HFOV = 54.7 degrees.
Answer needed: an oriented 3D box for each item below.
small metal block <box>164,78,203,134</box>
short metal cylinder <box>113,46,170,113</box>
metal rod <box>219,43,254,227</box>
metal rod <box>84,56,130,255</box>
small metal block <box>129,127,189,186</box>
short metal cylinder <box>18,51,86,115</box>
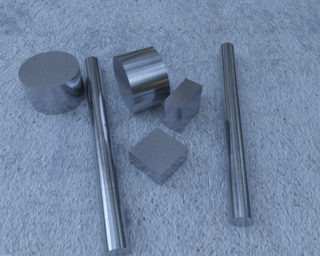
[{"bbox_3d":[0.031,-0.029,0.411,0.025,0.050,0.050,28,55,21],"label":"small metal block"},{"bbox_3d":[-0.026,-0.066,0.422,0.050,0.080,0.080,-20,53,-16],"label":"short metal cylinder"},{"bbox_3d":[0.098,-0.017,0.417,0.025,0.025,0.300,4,50,3],"label":"metal rod"},{"bbox_3d":[-0.074,0.009,0.394,0.025,0.025,0.300,-10,51,-8],"label":"metal rod"},{"bbox_3d":[-0.001,0.033,0.375,0.050,0.025,0.050,34,58,25],"label":"small metal block"},{"bbox_3d":[-0.151,-0.065,0.440,0.081,0.050,0.080,0,50,0],"label":"short metal cylinder"}]
